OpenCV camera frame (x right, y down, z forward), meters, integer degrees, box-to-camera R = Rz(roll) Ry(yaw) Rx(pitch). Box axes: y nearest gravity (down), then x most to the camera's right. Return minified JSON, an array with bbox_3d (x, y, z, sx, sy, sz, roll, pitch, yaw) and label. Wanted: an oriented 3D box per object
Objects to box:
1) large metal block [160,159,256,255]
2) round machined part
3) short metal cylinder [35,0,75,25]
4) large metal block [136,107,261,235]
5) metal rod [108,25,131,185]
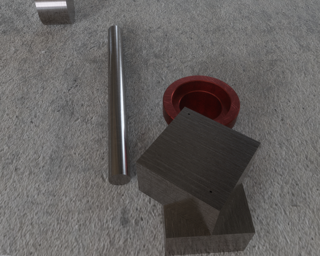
[{"bbox_3d":[0.043,0.081,0.320,0.081,0.050,0.080,-3,50,-3],"label":"large metal block"},{"bbox_3d":[0.053,-0.022,0.412,0.099,0.042,0.098,0,50,0],"label":"round machined part"},{"bbox_3d":[-0.187,-0.227,0.556,0.050,0.080,0.080,-4,50,-4],"label":"short metal cylinder"},{"bbox_3d":[0.035,0.037,0.291,0.080,0.050,0.080,28,55,21],"label":"large metal block"},{"bbox_3d":[-0.062,-0.055,0.448,0.025,0.025,0.300,-5,50,-4],"label":"metal rod"}]
